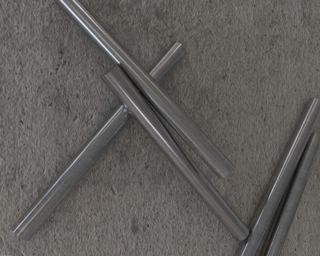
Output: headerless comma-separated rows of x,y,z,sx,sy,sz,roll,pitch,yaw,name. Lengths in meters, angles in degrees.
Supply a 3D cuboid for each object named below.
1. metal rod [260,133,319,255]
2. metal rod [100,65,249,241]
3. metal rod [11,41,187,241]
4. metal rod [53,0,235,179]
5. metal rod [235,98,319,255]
0.189,0.147,0.478,0.025,0.025,0.299,28,81,-18,metal rod
0.030,0.045,0.403,0.025,0.025,0.300,-44,110,-14,metal rod
-0.066,0.006,0.384,0.025,0.025,0.300,43,77,-15,metal rod
-0.019,-0.055,0.375,0.025,0.025,0.300,-44,94,-15,metal rod
0.182,0.086,0.475,0.025,0.025,0.300,32,79,-17,metal rod
